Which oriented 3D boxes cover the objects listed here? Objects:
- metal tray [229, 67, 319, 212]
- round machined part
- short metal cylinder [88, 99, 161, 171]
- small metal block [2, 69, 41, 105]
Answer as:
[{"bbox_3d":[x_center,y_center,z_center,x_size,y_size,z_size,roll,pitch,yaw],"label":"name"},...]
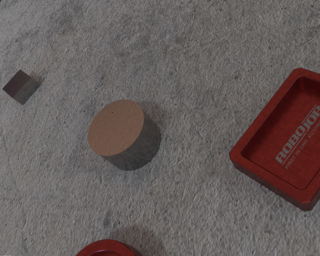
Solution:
[{"bbox_3d":[0.147,0.007,0.319,0.090,0.030,0.130,33,80,38],"label":"metal tray"},{"bbox_3d":[-0.050,0.168,0.315,0.098,0.042,0.098,-13,56,20],"label":"round machined part"},{"bbox_3d":[-0.046,0.010,0.404,0.080,0.050,0.080,-13,56,20],"label":"short metal cylinder"},{"bbox_3d":[-0.262,-0.078,0.586,0.050,0.025,0.050,31,79,37],"label":"small metal block"}]
